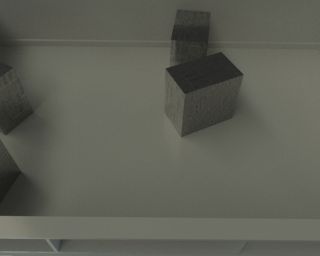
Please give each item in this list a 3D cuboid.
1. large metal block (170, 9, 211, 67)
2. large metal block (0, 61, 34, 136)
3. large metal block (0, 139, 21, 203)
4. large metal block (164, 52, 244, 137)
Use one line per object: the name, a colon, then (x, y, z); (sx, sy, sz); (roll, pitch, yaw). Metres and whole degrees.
large metal block: (0.045, -0.121, 0.472); (0.050, 0.080, 0.080); (7, 50, 5)
large metal block: (-0.226, -0.048, 0.407); (0.080, 0.080, 0.050); (26, 55, 19)
large metal block: (-0.202, 0.052, 0.323); (0.050, 0.080, 0.080); (12, 51, 9)
large metal block: (0.054, -0.043, 0.406); (0.081, 0.080, 0.050); (-20, 53, -16)
